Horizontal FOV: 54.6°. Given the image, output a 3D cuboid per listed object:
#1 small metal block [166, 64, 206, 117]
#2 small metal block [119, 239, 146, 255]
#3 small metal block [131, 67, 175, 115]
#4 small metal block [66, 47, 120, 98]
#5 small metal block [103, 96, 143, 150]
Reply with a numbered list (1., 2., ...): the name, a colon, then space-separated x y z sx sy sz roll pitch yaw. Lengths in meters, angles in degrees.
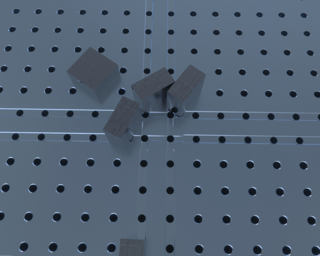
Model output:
1. small metal block: 0.034 -0.049 0.417 0.025 0.050 0.050 36 74 11
2. small metal block: -0.031 0.150 0.344 0.025 0.050 0.050 3 70 1
3. small metal block: -0.008 -0.048 0.416 0.050 0.050 0.025 -30 73 -10
4. small metal block: -0.094 -0.079 0.440 0.050 0.025 0.050 34 73 11
5. small metal block: -0.046 -0.005 0.400 0.025 0.050 0.050 25 72 9
